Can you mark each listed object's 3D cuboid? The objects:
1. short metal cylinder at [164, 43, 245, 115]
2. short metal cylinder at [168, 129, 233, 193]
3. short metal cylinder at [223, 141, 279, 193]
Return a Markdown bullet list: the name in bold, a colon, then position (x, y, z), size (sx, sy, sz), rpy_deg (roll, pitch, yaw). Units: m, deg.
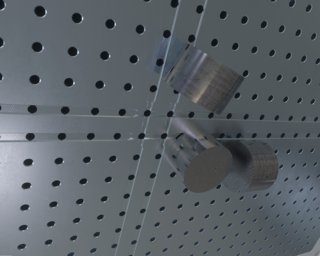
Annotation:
- **short metal cylinder**: position (0.052, -0.058, 0.368), size (0.080, 0.080, 0.050), rpy_deg (21, 107, -36)
- **short metal cylinder**: position (0.059, 0.048, 0.457), size (0.081, 0.050, 0.079), rpy_deg (-14, 124, -21)
- **short metal cylinder**: position (0.136, 0.059, 0.487), size (0.050, 0.080, 0.079), rpy_deg (1, 118, -29)
